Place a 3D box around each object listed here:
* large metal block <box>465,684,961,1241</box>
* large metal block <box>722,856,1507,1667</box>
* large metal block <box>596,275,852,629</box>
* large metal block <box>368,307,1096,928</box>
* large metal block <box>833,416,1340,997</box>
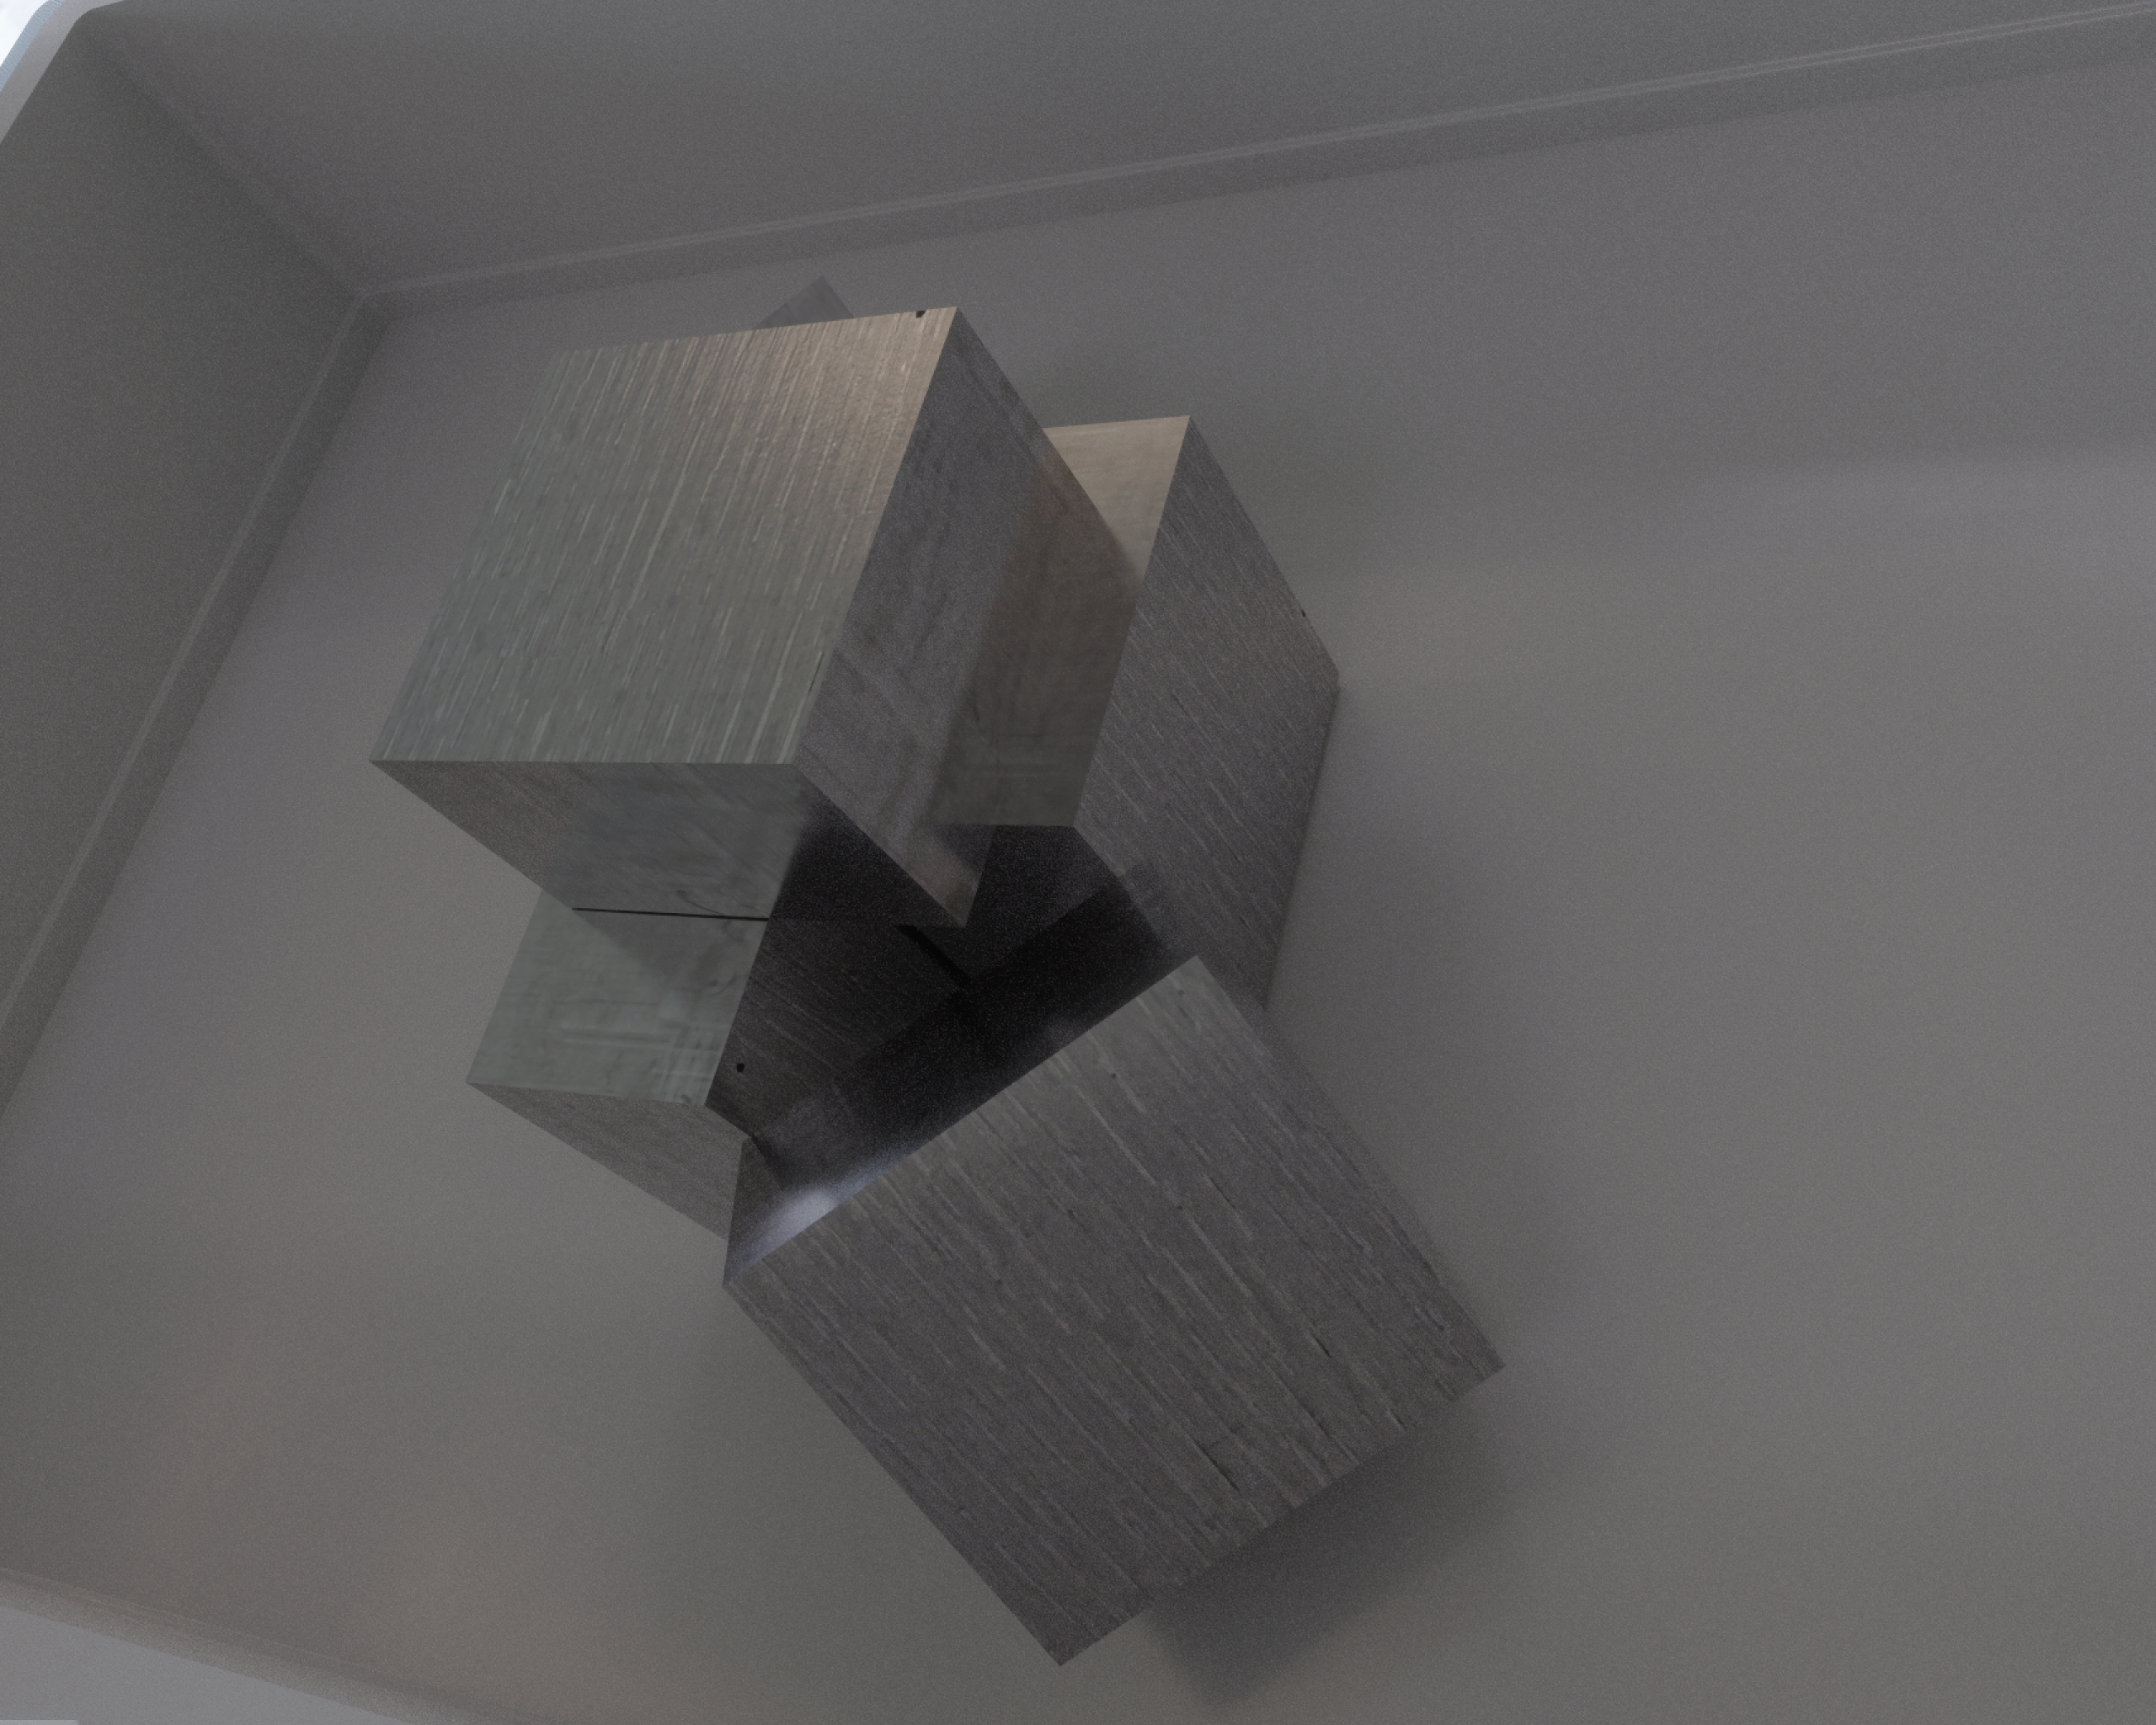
[{"bbox_3d":[-0.054,0.021,0.384,0.050,0.080,0.080,1,62,28],"label":"large metal block"},{"bbox_3d":[0.004,0.059,0.320,0.080,0.080,0.050,-36,16,4],"label":"large metal block"},{"bbox_3d":[-0.062,-0.066,0.432,0.080,0.080,0.050,-37,86,3],"label":"large metal block"},{"bbox_3d":[-0.053,-0.038,0.335,0.080,0.050,0.080,2,63,29],"label":"large metal block"},{"bbox_3d":[0.004,-0.022,0.379,0.050,0.080,0.080,1,62,28],"label":"large metal block"}]
